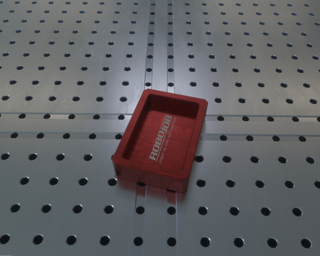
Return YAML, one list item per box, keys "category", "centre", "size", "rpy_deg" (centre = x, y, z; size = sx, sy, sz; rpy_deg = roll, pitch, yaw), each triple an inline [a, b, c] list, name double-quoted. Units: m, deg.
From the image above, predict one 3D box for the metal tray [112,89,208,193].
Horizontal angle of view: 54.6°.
- category: "metal tray"
  centre: [0.005, 0.010, 0.396]
  size: [0.090, 0.030, 0.130]
  rpy_deg: [12, 51, 10]
